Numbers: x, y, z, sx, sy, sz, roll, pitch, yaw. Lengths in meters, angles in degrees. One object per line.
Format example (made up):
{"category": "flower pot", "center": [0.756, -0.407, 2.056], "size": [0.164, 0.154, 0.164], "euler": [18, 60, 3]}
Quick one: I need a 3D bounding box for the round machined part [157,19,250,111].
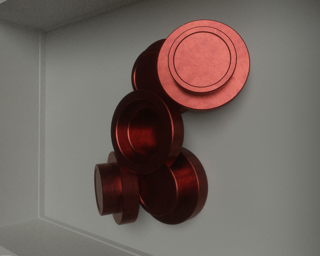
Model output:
{"category": "round machined part", "center": [0.045, -0.068, 0.328], "size": [0.098, 0.042, 0.097], "euler": [0, 87, 9]}

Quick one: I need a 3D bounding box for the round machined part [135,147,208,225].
{"category": "round machined part", "center": [0.007, 0.072, 0.386], "size": [0.098, 0.042, 0.097], "euler": [0, 90, 39]}

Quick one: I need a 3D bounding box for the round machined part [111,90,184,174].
{"category": "round machined part", "center": [-0.011, 0.004, 0.372], "size": [0.098, 0.042, 0.097], "euler": [0, 90, 39]}

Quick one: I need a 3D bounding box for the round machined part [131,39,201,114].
{"category": "round machined part", "center": [0.002, -0.064, 0.390], "size": [0.098, 0.042, 0.097], "euler": [0, 90, 39]}

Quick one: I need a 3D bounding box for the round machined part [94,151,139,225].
{"category": "round machined part", "center": [-0.062, 0.080, 0.415], "size": [0.098, 0.042, 0.097], "euler": [177, 90, -69]}
